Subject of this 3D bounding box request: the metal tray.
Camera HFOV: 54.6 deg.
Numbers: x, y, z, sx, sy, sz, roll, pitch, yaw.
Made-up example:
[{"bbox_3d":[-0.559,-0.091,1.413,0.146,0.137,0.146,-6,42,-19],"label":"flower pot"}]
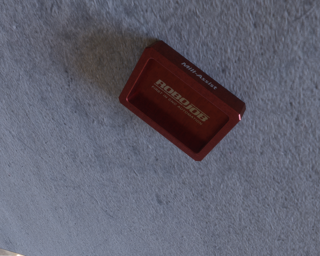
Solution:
[{"bbox_3d":[0.023,-0.030,0.372,0.130,0.030,0.089,38,129,2],"label":"metal tray"}]
